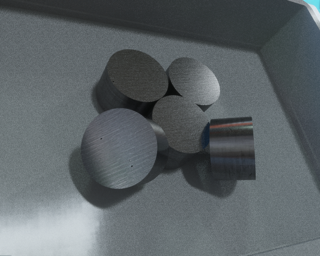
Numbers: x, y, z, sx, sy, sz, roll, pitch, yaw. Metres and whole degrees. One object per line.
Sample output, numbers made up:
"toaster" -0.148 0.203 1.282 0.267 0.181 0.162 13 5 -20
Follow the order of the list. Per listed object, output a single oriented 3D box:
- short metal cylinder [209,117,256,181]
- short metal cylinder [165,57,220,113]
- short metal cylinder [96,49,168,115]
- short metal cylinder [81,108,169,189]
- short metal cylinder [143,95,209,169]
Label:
"short metal cylinder" 0.094 0.027 0.396 0.050 0.080 0.080 -4 55 15
"short metal cylinder" 0.038 -0.054 0.443 0.081 0.050 0.080 14 56 -21
"short metal cylinder" -0.036 -0.054 0.401 0.081 0.050 0.080 14 56 -21
"short metal cylinder" -0.035 0.022 0.330 0.080 0.080 0.050 59 8 13
"short metal cylinder" 0.017 0.006 0.393 0.081 0.050 0.080 14 56 -21
